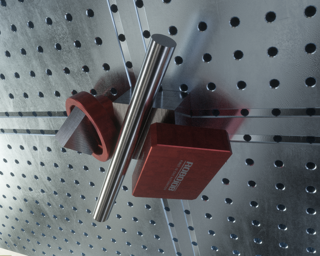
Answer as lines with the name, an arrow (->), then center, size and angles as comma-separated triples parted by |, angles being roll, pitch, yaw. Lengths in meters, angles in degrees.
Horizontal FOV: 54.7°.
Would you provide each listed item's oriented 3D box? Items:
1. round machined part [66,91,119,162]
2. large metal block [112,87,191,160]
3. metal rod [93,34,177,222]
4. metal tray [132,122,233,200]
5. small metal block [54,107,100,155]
round machined part -> -0.083, -0.006, 0.421 | 0.098, 0.042, 0.097 | 37, 145, 32
large metal block -> -0.007, -0.003, 0.395 | 0.080, 0.050, 0.079 | 9, 122, 23
metal rod -> -0.043, 0.025, 0.383 | 0.025, 0.025, 0.298 | 30, 128, 8
metal tray -> 0.020, 0.047, 0.382 | 0.091, 0.030, 0.129 | 6, 143, -13
small metal block -> -0.102, 0.004, 0.413 | 0.025, 0.050, 0.050 | 38, 95, 35
